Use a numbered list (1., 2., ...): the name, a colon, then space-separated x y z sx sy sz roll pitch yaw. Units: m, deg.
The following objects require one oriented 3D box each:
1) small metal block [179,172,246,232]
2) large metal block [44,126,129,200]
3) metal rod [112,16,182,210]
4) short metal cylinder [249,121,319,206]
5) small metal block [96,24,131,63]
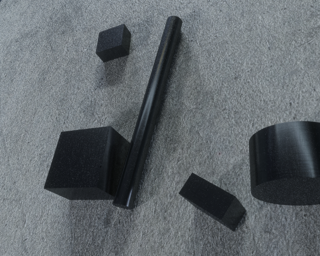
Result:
1. small metal block: 0.054 0.075 0.313 0.050 0.050 0.025 26 76 36
2. large metal block: -0.093 0.048 0.405 0.080 0.050 0.080 -6 59 24
3. metal rod: -0.011 -0.038 0.431 0.025 0.025 0.300 0 62 28
4. short metal cylinder: 0.124 0.035 0.282 0.080 0.080 0.050 -8 59 24
5. small metal block: -0.079 -0.146 0.533 0.050 0.025 0.050 -12 57 21
